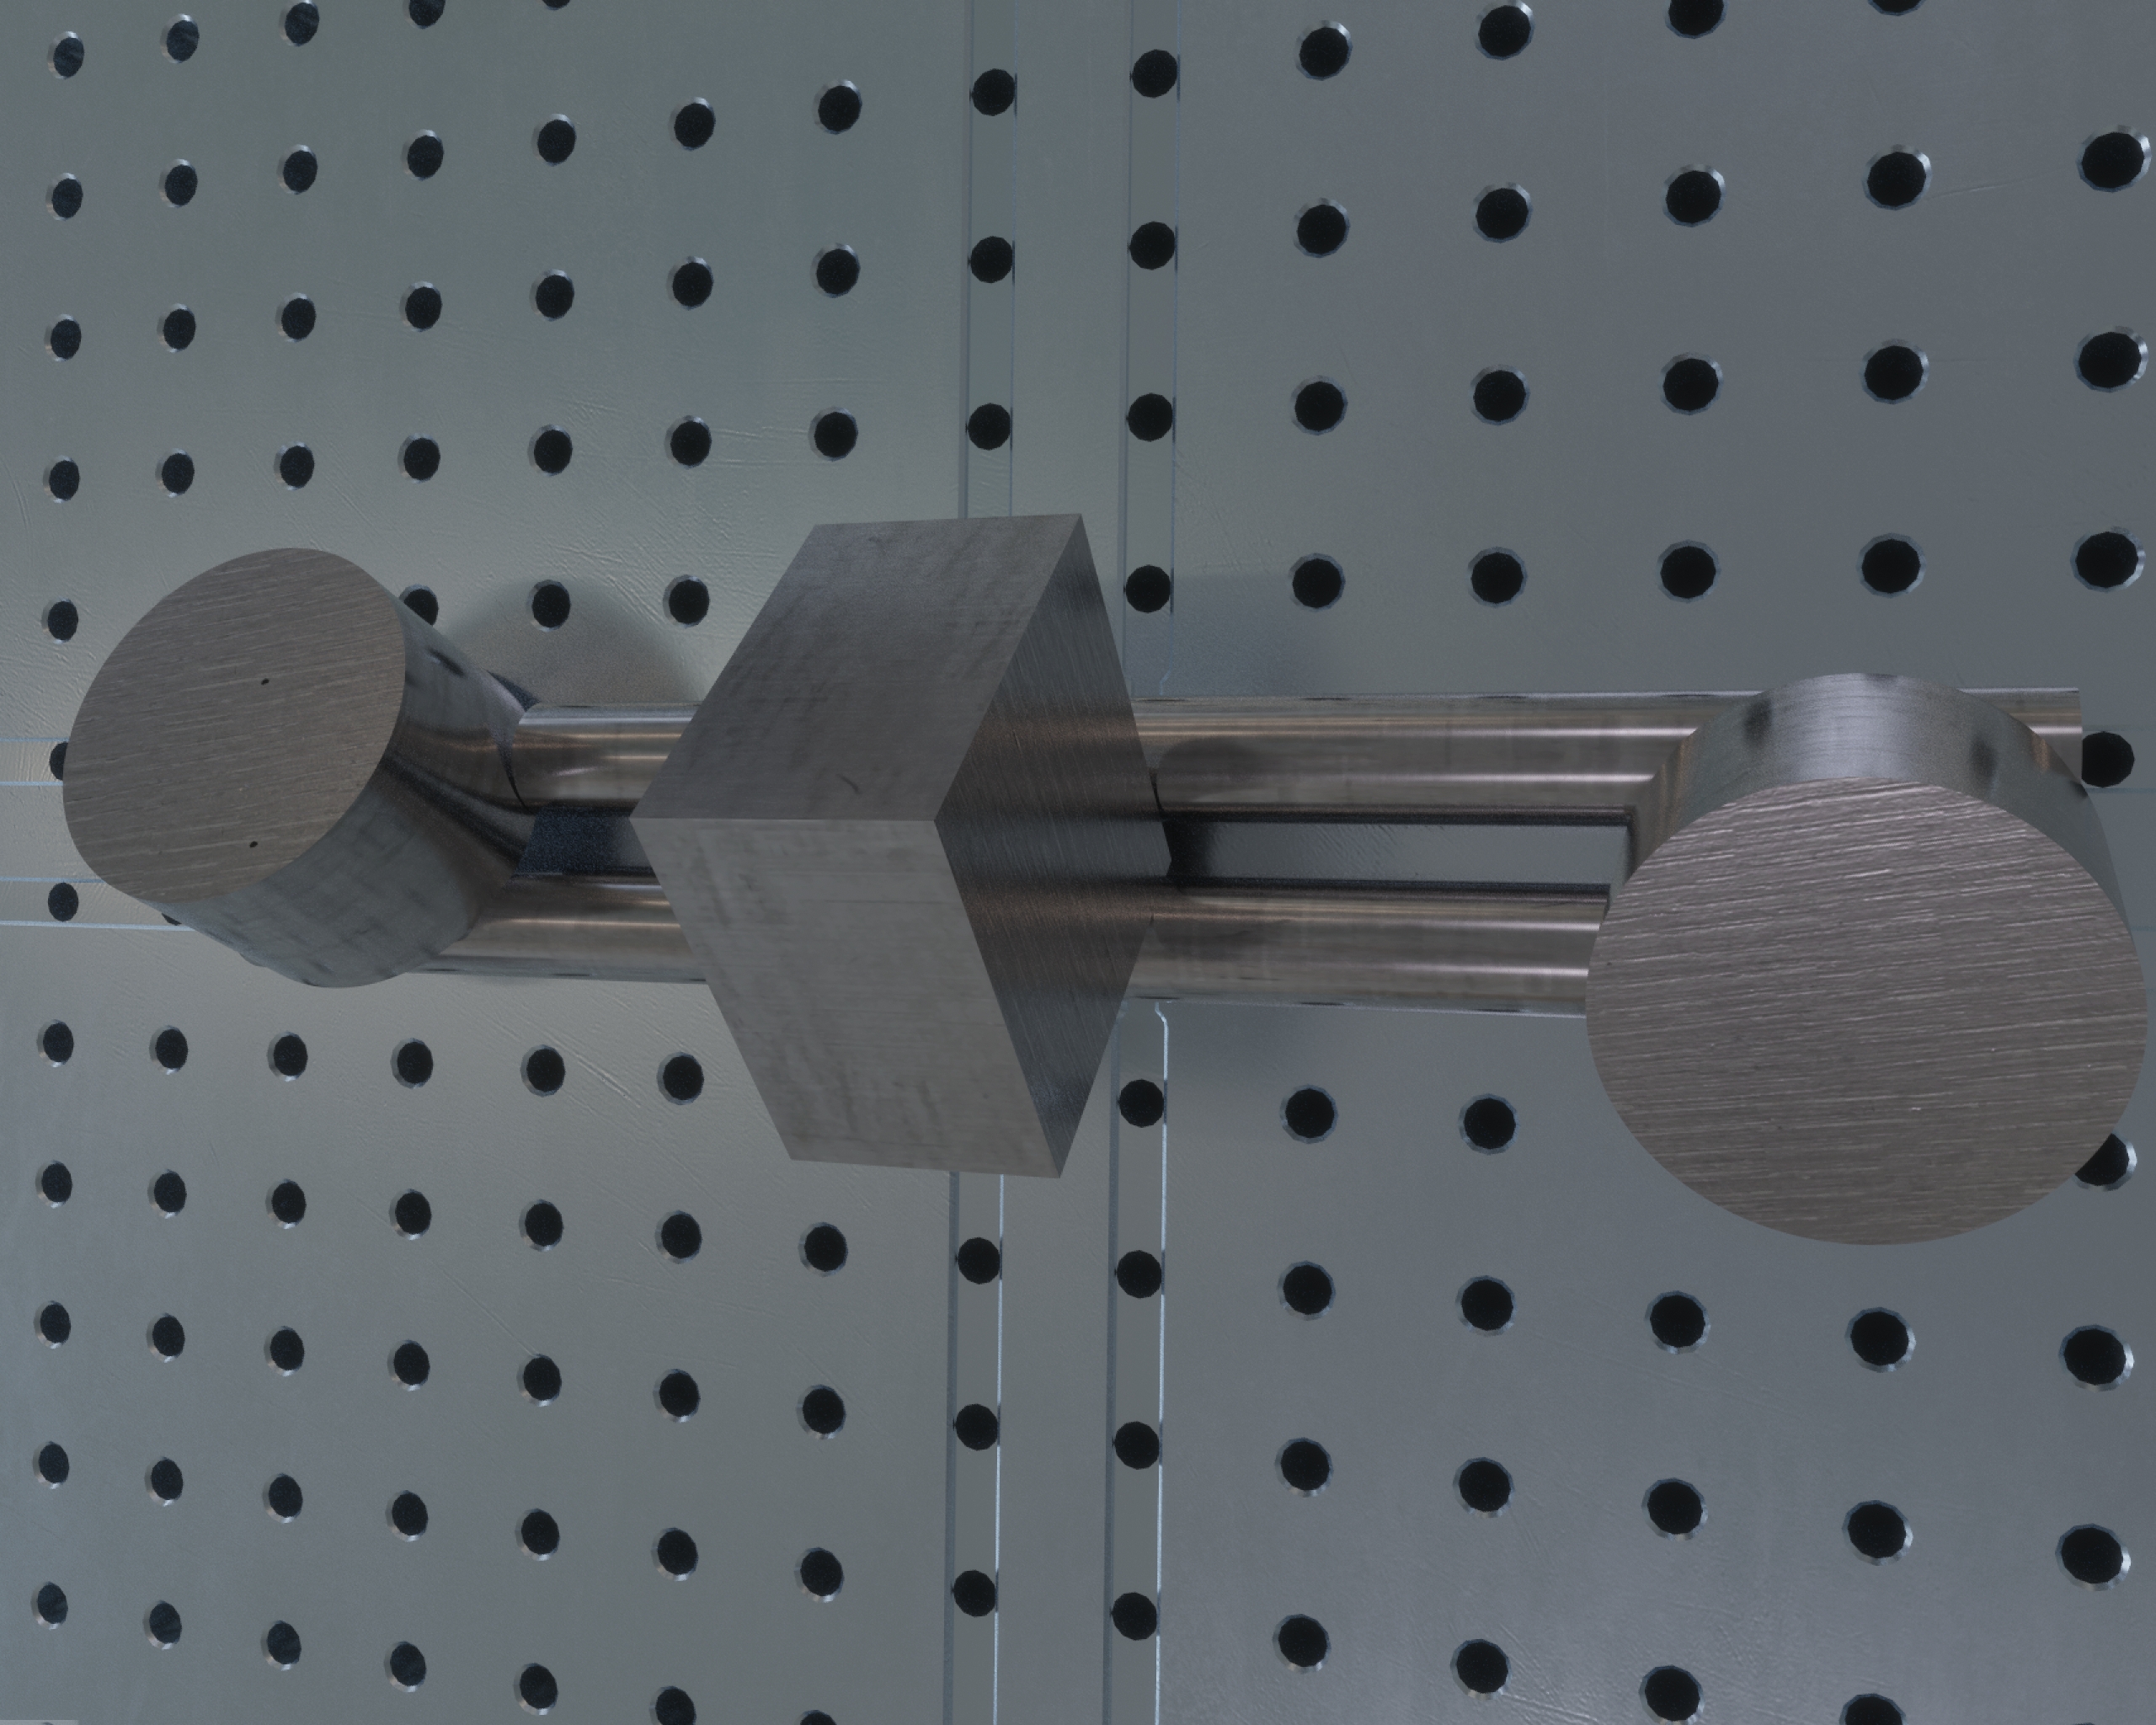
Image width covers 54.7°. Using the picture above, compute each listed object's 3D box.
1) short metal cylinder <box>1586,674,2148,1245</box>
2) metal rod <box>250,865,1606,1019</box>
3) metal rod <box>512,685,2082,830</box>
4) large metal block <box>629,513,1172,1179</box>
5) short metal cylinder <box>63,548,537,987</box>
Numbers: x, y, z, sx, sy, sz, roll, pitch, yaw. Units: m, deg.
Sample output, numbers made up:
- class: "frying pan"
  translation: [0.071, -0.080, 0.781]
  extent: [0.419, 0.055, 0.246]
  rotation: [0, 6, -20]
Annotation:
- class: "short metal cylinder"
  translation: [0.127, 0.015, 0.340]
  extent: [0.080, 0.050, 0.079]
  rotation: [8, 115, 17]
- class: "metal rod"
  translation: [-0.044, 0.014, 0.427]
  extent: [0.301, 0.025, 0.025]
  rotation: [1, 90, 19]
- class: "metal rod"
  translation: [0.026, -0.020, 0.402]
  extent: [0.301, 0.025, 0.025]
  rotation: [1, 90, 19]
- class: "large metal block"
  translation: [-0.025, -0.004, 0.360]
  extent: [0.050, 0.080, 0.080]
  rotation: [1, 132, 20]
- class: "short metal cylinder"
  translation: [-0.163, -0.019, 0.441]
  extent: [0.080, 0.050, 0.080]
  rotation: [-7, 65, 16]
